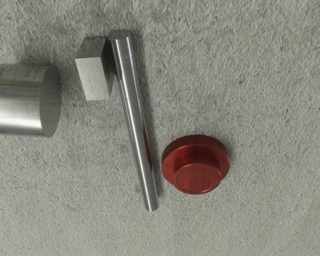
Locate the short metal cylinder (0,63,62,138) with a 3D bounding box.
[{"bbox_3d":[-0.146,-0.030,0.344,0.050,0.080,0.079,3,130,-3],"label":"short metal cylinder"}]

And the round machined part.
[{"bbox_3d":[0.052,0.059,0.447,0.099,0.042,0.097,0,130,0],"label":"round machined part"}]

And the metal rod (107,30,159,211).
[{"bbox_3d":[-0.028,0.015,0.419,0.025,0.025,0.298,-4,130,3],"label":"metal rod"}]

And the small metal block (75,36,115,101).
[{"bbox_3d":[-0.068,-0.065,0.335,0.025,0.050,0.050,-3,130,3],"label":"small metal block"}]
